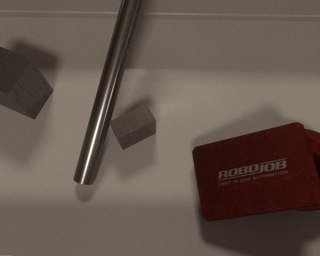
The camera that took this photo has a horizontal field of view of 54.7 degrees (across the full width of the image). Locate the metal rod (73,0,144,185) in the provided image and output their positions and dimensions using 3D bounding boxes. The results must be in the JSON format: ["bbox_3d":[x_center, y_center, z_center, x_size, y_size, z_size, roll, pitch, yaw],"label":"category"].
[{"bbox_3d":[-0.054,-0.076,0.374,0.025,0.025,0.298,17,95,5],"label":"metal rod"}]

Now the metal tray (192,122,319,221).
[{"bbox_3d":[0.109,0.054,0.359,0.130,0.030,0.090,-16,68,23],"label":"metal tray"}]

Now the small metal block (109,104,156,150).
[{"bbox_3d":[-0.033,0.000,0.396,0.050,0.050,0.025,-27,73,-10],"label":"small metal block"}]

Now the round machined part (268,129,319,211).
[{"bbox_3d":[0.172,0.053,0.383,0.099,0.042,0.098,0,70,-1],"label":"round machined part"}]

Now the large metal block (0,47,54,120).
[{"bbox_3d":[-0.198,-0.061,0.400,0.080,0.080,0.050,23,72,8],"label":"large metal block"}]
